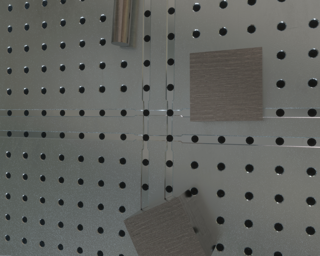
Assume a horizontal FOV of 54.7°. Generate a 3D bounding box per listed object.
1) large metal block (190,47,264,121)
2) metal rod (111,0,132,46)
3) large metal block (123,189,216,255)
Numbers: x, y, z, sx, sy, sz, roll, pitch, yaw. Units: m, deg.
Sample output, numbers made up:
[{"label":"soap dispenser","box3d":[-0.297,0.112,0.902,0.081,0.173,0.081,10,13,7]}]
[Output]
[{"label":"large metal block","box3d":[0.081,-0.048,0.371,0.080,0.050,0.079,0,90,20]},{"label":"metal rod","box3d":[-0.044,-0.266,0.428,0.025,0.025,0.298,5,92,20]},{"label":"large metal block","box3d":[0.013,0.134,0.395,0.080,0.050,0.080,-28,81,18]}]
